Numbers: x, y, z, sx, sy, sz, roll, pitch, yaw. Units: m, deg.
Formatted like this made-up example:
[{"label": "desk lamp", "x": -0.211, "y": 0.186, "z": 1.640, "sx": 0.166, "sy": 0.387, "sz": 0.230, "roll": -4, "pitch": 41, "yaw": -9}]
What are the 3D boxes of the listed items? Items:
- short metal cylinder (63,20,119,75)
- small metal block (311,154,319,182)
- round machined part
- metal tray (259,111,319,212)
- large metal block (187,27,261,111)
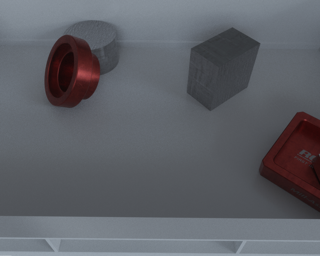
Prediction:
[{"label": "short metal cylinder", "x": -0.109, "y": -0.128, "z": 0.495, "sx": 0.081, "sy": 0.050, "sz": 0.080, "roll": 0, "pitch": 50, "yaw": 0}, {"label": "small metal block", "x": 0.202, "y": 0.050, "z": 0.335, "sx": 0.050, "sy": 0.025, "sz": 0.050, "roll": -12, "pitch": 64, "yaw": 1}, {"label": "round machined part", "x": -0.120, "y": -0.076, "z": 0.433, "sx": 0.042, "sy": 0.097, "sz": 0.098, "roll": 7, "pitch": 38, "yaw": -44}, {"label": "metal tray", "x": 0.194, "y": 0.048, "z": 0.351, "sx": 0.130, "sy": 0.030, "sz": 0.090, "roll": 33, "pitch": 69, "yaw": 25}, {"label": "large metal block", "x": 0.088, "y": -0.083, "z": 0.441, "sx": 0.081, "sy": 0.080, "sz": 0.050, "roll": -32, "pitch": 57, "yaw": -24}]
